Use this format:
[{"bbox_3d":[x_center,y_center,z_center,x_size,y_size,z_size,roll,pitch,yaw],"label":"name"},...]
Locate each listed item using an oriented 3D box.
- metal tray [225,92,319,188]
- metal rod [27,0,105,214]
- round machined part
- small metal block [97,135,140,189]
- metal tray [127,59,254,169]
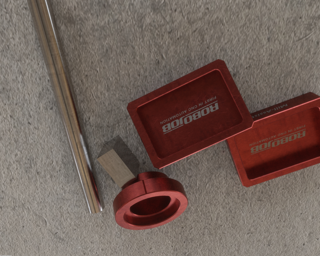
[{"bbox_3d":[0.159,0.017,0.415,0.130,0.030,0.090,-21,109,7],"label":"metal tray"},{"bbox_3d":[-0.117,-0.021,0.400,0.025,0.025,0.298,-9,110,3],"label":"metal rod"},{"bbox_3d":[-0.015,0.095,0.421,0.099,0.042,0.097,-11,138,-10],"label":"round machined part"},{"bbox_3d":[-0.054,0.043,0.411,0.025,0.050,0.050,-33,105,11],"label":"small metal block"},{"bbox_3d":[0.036,-0.016,0.385,0.130,0.030,0.090,-25,87,8],"label":"metal tray"}]
